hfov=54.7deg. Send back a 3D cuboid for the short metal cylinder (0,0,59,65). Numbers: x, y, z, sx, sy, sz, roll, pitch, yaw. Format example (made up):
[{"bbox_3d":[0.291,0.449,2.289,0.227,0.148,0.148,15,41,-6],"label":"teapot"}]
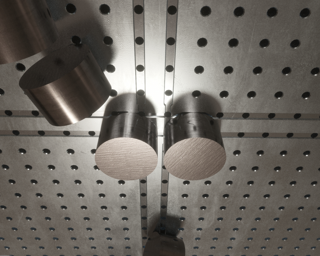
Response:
[{"bbox_3d":[-0.143,-0.101,0.288,0.080,0.080,0.050,-7,130,5],"label":"short metal cylinder"}]

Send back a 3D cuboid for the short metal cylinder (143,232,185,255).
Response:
[{"bbox_3d":[0.006,0.242,0.582,0.050,0.080,0.079,21,127,-17],"label":"short metal cylinder"}]

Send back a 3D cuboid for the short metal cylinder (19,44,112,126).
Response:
[{"bbox_3d":[-0.100,-0.047,0.334,0.080,0.080,0.050,-16,128,13],"label":"short metal cylinder"}]

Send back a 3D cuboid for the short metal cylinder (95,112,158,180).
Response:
[{"bbox_3d":[-0.043,0.025,0.416,0.081,0.050,0.079,0,130,0],"label":"short metal cylinder"}]

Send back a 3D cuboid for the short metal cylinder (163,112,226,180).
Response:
[{"bbox_3d":[0.045,0.026,0.418,0.081,0.050,0.079,-1,130,0],"label":"short metal cylinder"}]
